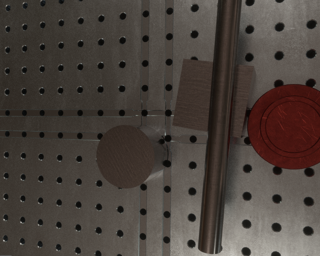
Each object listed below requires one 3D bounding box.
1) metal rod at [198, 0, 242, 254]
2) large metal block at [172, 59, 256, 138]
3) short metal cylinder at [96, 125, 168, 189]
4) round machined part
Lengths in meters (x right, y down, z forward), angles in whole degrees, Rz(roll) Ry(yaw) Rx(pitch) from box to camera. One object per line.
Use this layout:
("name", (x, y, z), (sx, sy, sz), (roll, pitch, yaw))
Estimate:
("metal rod", (0.066, -0.016, 0.335), (0.025, 0.025, 0.298), (5, 92, 19))
("large metal block", (0.067, -0.035, 0.375), (0.080, 0.050, 0.079), (11, 94, 19))
("short metal cylinder", (-0.036, 0.036, 0.411), (0.080, 0.050, 0.079), (0, 90, 19))
("round machined part", (0.150, -0.001, 0.351), (0.098, 0.042, 0.097), (0, 90, 19))
